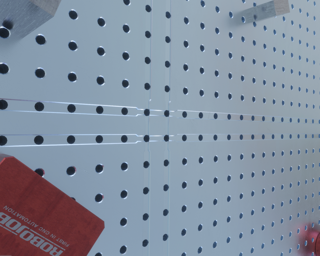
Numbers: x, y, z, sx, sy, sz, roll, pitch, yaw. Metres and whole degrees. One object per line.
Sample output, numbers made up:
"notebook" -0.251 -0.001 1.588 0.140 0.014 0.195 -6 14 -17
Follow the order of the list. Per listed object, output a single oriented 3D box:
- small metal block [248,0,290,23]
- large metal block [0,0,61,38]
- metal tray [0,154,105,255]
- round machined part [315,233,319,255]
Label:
"small metal block" 0.196 -0.211 0.556 0.050 0.050 0.025 -24 106 -37
"large metal block" -0.132 -0.128 0.262 0.080 0.080 0.050 28 72 -37
"metal tray" -0.127 0.098 0.299 0.130 0.030 0.090 47 62 -30
"round machined part" 0.408 0.287 0.741 0.099 0.042 0.097 0 90 -40
